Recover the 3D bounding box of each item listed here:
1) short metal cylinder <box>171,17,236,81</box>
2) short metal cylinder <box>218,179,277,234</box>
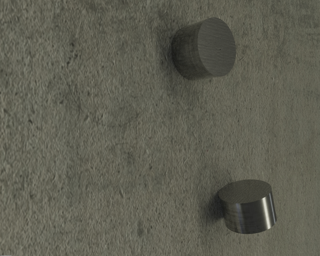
[{"bbox_3d":[0.063,-0.110,0.441,0.081,0.050,0.080,0,90,-40],"label":"short metal cylinder"},{"bbox_3d":[0.136,0.120,0.483,0.081,0.080,0.050,-23,105,-38],"label":"short metal cylinder"}]
